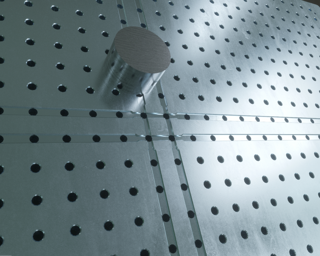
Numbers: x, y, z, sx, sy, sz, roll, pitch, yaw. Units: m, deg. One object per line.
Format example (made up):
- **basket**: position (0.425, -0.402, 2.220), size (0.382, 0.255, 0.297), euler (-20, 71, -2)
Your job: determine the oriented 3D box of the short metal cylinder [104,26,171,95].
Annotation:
- **short metal cylinder**: position (-0.032, -0.093, 0.431), size (0.081, 0.050, 0.080), euler (13, 56, -21)
